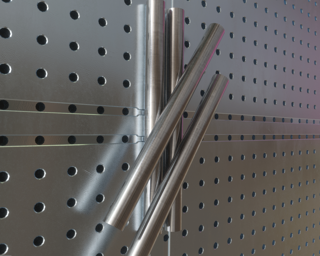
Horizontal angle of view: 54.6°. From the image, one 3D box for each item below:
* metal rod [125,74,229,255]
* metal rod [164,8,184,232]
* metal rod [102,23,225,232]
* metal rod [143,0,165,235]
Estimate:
[{"bbox_3d":[0.023,0.053,0.394,0.025,0.025,0.300,42,65,-32],"label":"metal rod"},{"bbox_3d":[0.019,-0.011,0.425,0.025,0.025,0.298,1,89,-40],"label":"metal rod"},{"bbox_3d":[0.015,-0.017,0.389,0.025,0.025,0.300,42,65,-32],"label":"metal rod"},{"bbox_3d":[-0.008,-0.014,0.402,0.025,0.025,0.298,1,89,-40],"label":"metal rod"}]
